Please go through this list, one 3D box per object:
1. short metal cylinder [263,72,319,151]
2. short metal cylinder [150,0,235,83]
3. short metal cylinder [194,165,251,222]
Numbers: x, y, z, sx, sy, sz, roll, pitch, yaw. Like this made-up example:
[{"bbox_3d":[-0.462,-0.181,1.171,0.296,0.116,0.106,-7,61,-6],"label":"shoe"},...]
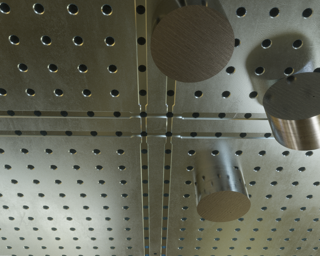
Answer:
[{"bbox_3d":[0.167,-0.020,0.360,0.080,0.080,0.050,-20,127,16],"label":"short metal cylinder"},{"bbox_3d":[0.031,-0.094,0.316,0.081,0.050,0.079,0,130,0],"label":"short metal cylinder"},{"bbox_3d":[0.095,0.103,0.484,0.081,0.050,0.079,0,130,0],"label":"short metal cylinder"}]
